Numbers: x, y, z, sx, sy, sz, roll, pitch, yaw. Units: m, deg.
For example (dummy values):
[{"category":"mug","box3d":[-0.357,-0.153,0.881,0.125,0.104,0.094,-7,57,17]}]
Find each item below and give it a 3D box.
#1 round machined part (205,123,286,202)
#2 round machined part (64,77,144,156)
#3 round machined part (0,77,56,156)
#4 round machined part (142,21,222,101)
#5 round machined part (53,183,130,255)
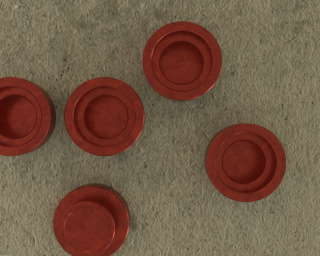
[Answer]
[{"category":"round machined part","box3d":[0.107,0.043,0.402,0.099,0.042,0.097,0,90,0]},{"category":"round machined part","box3d":[-0.069,-0.014,0.401,0.099,0.042,0.097,0,90,0]},{"category":"round machined part","box3d":[-0.183,-0.014,0.400,0.099,0.042,0.097,0,90,0]},{"category":"round machined part","box3d":[0.028,-0.083,0.401,0.099,0.042,0.097,0,90,0]},{"category":"round machined part","box3d":[-0.090,0.124,0.401,0.099,0.042,0.097,0,90,0]}]
